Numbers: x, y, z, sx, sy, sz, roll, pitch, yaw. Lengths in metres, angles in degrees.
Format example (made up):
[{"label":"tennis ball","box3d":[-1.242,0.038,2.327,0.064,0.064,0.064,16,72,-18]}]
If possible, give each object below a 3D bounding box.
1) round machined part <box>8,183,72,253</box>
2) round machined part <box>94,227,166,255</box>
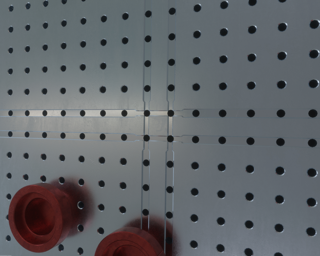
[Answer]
[{"label":"round machined part","box3d":[-0.174,0.131,0.466,0.098,0.042,0.097,0,90,20]},{"label":"round machined part","box3d":[-0.036,0.181,0.417,0.098,0.042,0.097,0,90,20]}]
